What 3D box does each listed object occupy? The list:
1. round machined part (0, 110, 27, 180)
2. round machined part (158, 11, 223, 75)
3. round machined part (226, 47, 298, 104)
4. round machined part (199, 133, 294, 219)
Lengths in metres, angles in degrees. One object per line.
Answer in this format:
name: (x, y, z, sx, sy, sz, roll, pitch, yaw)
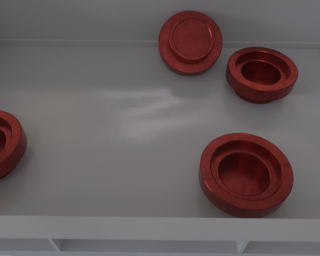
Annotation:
round machined part: (-0.209, 0.027, 0.370, 0.099, 0.042, 0.098, 0, 50, 0)
round machined part: (0.047, -0.132, 0.472, 0.099, 0.042, 0.097, 0, 88, -1)
round machined part: (0.146, -0.073, 0.457, 0.099, 0.042, 0.098, 0, 50, 0)
round machined part: (0.093, 0.056, 0.347, 0.099, 0.042, 0.098, 0, 50, 0)
